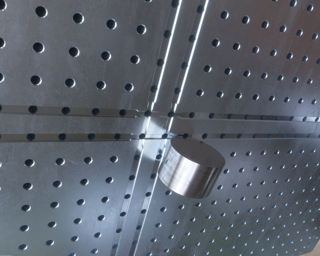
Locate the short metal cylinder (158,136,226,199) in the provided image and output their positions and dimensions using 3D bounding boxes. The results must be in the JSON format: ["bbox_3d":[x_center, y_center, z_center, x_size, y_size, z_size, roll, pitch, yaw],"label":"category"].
[{"bbox_3d":[0.043,0.053,0.431,0.081,0.080,0.050,8,115,-32],"label":"short metal cylinder"}]
